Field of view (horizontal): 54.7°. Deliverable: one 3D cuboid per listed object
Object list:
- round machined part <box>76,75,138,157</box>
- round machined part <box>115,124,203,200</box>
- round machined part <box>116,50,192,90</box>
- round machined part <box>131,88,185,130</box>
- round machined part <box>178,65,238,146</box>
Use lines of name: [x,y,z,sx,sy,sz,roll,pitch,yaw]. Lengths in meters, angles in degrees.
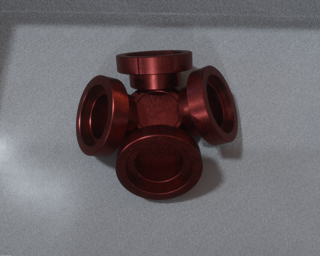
round machined part: [-0.064,-0.013,0.383,0.042,0.098,0.098,9,65,-37]
round machined part: [-0.001,0.036,0.366,0.099,0.097,0.042,-1,34,-1]
round machined part: [-0.007,-0.077,0.407,0.099,0.098,0.042,-3,108,-2]
round machined part: [-0.003,-0.014,0.403,0.099,0.042,0.098,0,70,-1]
round machined part: [0.058,-0.025,0.390,0.042,0.098,0.098,-16,66,32]
